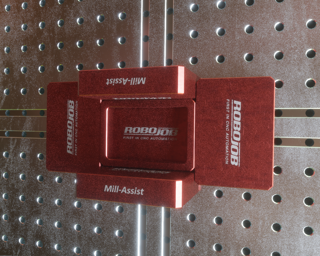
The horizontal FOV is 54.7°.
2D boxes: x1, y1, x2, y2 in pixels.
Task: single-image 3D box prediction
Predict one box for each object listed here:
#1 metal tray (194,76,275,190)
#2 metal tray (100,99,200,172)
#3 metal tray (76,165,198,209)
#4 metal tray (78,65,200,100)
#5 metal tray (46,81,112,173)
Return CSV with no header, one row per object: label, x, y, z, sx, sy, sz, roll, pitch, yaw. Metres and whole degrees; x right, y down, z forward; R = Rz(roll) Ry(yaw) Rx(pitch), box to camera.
metal tray,0.090,0.005,0.376,0.090,0.030,0.129,1,90,18
metal tray,-0.014,0.008,0.412,0.130,0.030,0.089,1,90,19
metal tray,-0.025,0.068,0.384,0.130,0.090,0.030,1,91,19
metal tray,-0.023,-0.052,0.385,0.130,0.090,0.030,1,91,19
metal tray,-0.118,-0.001,0.450,0.090,0.030,0.129,1,90,19
